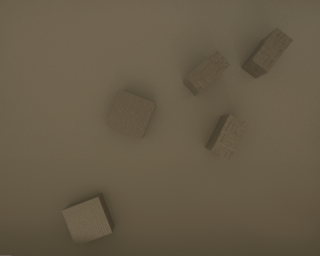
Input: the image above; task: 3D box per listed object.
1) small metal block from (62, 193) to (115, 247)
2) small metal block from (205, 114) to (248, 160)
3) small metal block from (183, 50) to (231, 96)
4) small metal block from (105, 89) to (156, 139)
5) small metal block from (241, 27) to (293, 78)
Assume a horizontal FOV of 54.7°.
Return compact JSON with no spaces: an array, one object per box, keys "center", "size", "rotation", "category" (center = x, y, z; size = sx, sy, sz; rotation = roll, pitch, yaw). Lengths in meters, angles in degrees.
[{"center":[-0.094,0.121,0.410],"size":[0.050,0.025,0.050],"rotation":[-21,90,-1],"category":"small metal block"},{"center":[0.084,0.011,0.400],"size":[0.025,0.050,0.050],"rotation":[27,90,0],"category":"small metal block"},{"center":[0.058,-0.069,0.400],"size":[0.050,0.050,0.025],"rotation":[-42,91,0],"category":"small metal block"},{"center":[-0.038,-0.018,0.411],"size":[0.050,0.025,0.050],"rotation":[21,90,-1],"category":"small metal block"},{"center":[0.137,-0.095,0.401],"size":[0.025,0.050,0.050],"rotation":[38,90,-1],"category":"small metal block"}]
